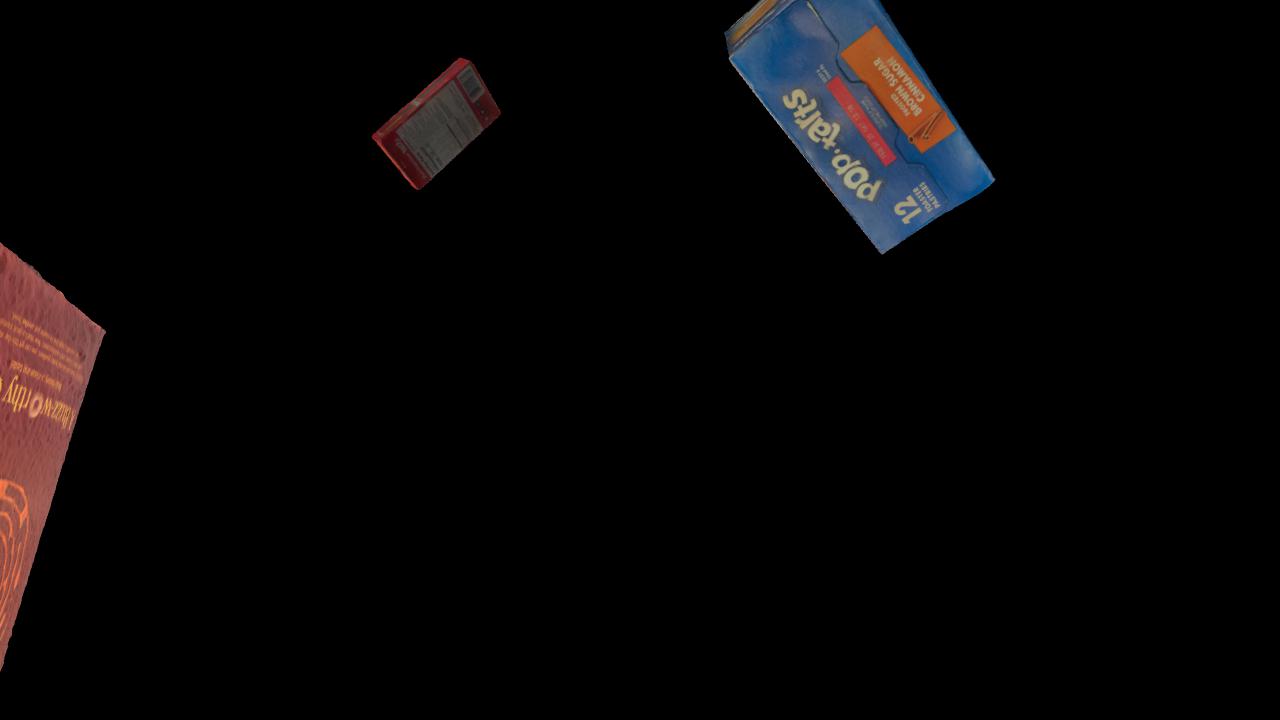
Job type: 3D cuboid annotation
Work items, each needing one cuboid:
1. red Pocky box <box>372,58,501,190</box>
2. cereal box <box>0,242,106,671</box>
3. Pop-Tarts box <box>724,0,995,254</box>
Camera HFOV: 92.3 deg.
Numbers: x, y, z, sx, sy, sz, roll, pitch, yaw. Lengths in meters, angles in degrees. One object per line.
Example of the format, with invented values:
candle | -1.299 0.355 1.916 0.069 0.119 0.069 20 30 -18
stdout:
red Pocky box | -0.253 -0.297 0.775 0.028 0.155 0.083 33 -15 32
cereal box | -0.400 0.094 0.325 0.081 0.306 0.203 11 -17 -24
Pop-Tarts box | 0.143 -0.181 0.426 0.083 0.167 0.141 -37 22 26
